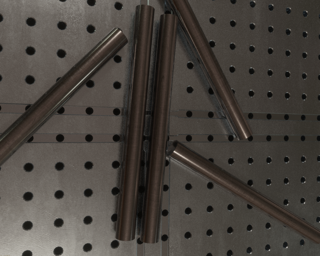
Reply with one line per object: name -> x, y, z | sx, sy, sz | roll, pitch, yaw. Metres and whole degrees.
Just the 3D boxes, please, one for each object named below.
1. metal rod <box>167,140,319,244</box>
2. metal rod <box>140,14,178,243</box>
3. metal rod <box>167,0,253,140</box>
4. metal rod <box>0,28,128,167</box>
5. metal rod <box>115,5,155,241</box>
metal rod -> 0.138, 0.103, 0.465 | 0.301, 0.025, 0.025 | 32, 80, -18
metal rod -> -0.001, -0.001, 0.413 | 0.025, 0.025, 0.298 | 6, 88, -20
metal rod -> 0.055, -0.117, 0.434 | 0.025, 0.025, 0.299 | -32, 101, -17
metal rod -> -0.147, -0.009, 0.358 | 0.025, 0.025, 0.301 | 46, 76, -15
metal rod -> -0.032, -0.008, 0.401 | 0.025, 0.025, 0.298 | 6, 88, -20
